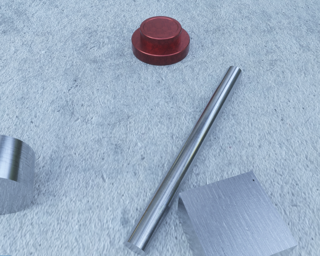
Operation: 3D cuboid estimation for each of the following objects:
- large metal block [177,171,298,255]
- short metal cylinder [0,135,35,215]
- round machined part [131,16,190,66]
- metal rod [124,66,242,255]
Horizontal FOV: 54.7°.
[{"bbox_3d":[0.070,0.099,0.305,0.081,0.050,0.080,-14,52,-12],"label":"large metal block"},{"bbox_3d":[-0.175,0.051,0.323,0.081,0.080,0.050,-8,51,-7],"label":"short metal cylinder"},{"bbox_3d":[0.001,-0.152,0.520,0.099,0.042,0.098,0,50,0],"label":"round machined part"},{"bbox_3d":[0.045,0.017,0.389,0.025,0.025,0.301,22,53,17],"label":"metal rod"}]
